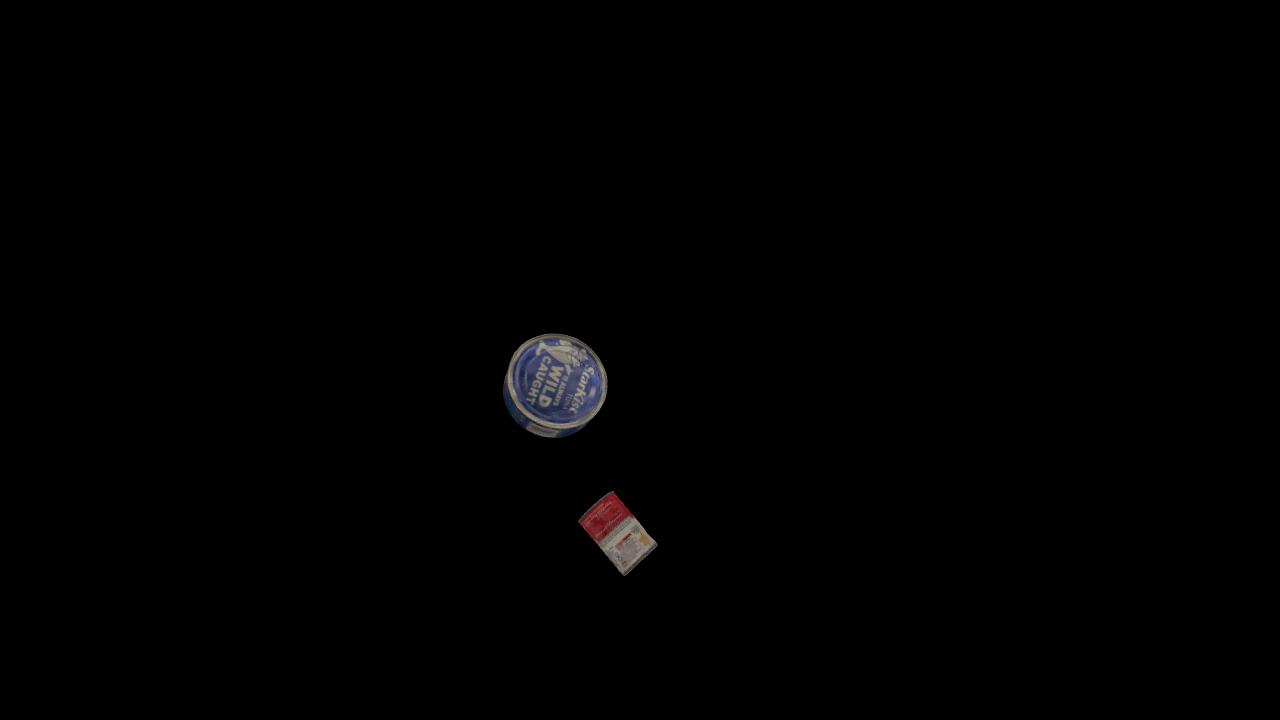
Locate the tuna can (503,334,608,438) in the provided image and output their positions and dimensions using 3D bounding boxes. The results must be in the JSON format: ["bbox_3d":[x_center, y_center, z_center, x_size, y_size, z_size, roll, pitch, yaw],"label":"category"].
[{"bbox_3d":[-0.072,0.022,0.518,0.084,0.084,0.034,0,-23,-21],"label":"tuna can"}]

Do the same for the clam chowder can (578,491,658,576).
[{"bbox_3d":[-0.031,0.251,0.889,0.068,0.102,0.068,-40,-14,-12],"label":"clam chowder can"}]
